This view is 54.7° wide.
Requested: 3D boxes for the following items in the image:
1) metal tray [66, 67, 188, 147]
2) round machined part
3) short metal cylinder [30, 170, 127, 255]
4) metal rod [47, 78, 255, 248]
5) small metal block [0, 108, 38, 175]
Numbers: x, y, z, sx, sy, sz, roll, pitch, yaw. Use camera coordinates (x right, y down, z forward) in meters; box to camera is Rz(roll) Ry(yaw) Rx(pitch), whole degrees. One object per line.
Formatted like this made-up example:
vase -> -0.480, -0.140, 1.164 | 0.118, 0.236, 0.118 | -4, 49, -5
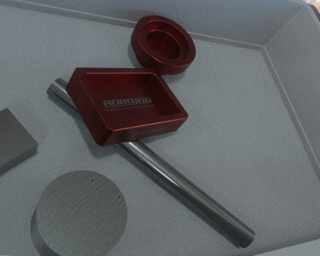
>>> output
metal tray -> -0.036, -0.031, 0.380 | 0.131, 0.030, 0.090 | -11, 60, -46
round machined part -> 0.001, -0.120, 0.470 | 0.099, 0.042, 0.098 | 14, 56, -21
short metal cylinder -> -0.078, 0.087, 0.296 | 0.081, 0.050, 0.080 | 14, 56, -21
metal rod -> -0.009, 0.044, 0.375 | 0.300, 0.025, 0.025 | 39, 51, -3
small metal block -> -0.161, 0.016, 0.310 | 0.050, 0.025, 0.050 | 48, 51, 5
